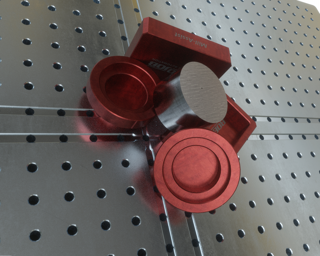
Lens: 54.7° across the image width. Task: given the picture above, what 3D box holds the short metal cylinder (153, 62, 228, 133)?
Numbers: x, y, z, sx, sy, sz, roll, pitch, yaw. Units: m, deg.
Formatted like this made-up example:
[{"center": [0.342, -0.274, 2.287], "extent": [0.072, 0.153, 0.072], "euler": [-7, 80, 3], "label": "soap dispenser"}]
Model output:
[{"center": [0.038, -0.035, 0.388], "extent": [0.081, 0.050, 0.080], "euler": [18, 60, -34], "label": "short metal cylinder"}]

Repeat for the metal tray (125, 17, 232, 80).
[{"center": [0.022, -0.093, 0.436], "extent": [0.131, 0.090, 0.030], "euler": [14, 56, -21], "label": "metal tray"}]

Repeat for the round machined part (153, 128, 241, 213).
[{"center": [0.043, 0.048, 0.371], "extent": [0.099, 0.042, 0.097], "euler": [0, 92, 5], "label": "round machined part"}]

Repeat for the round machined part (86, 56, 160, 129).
[{"center": [-0.046, -0.041, 0.399], "extent": [0.099, 0.042, 0.098], "euler": [14, 56, -21], "label": "round machined part"}]

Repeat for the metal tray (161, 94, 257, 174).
[{"center": [0.074, 0.004, 0.444], "extent": [0.090, 0.030, 0.131], "euler": [45, 51, 3], "label": "metal tray"}]
